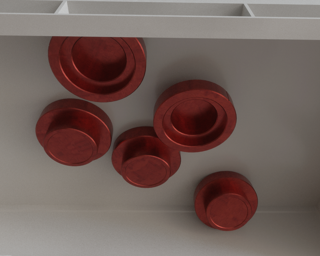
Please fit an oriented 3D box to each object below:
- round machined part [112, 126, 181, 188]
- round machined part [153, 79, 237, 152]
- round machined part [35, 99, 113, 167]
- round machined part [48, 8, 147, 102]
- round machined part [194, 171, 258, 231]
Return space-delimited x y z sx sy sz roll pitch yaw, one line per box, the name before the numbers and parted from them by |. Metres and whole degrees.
round machined part | -0.019 0.048 0.438 0.099 0.042 0.097 0 130 0
round machined part | 0.041 -0.019 0.382 0.099 0.042 0.097 0 130 0
round machined part | -0.114 0.013 0.408 0.099 0.042 0.097 0 130 0
round machined part | -0.063 -0.079 0.330 0.099 0.042 0.097 0 130 0
round machined part | 0.103 0.120 0.481 0.099 0.042 0.097 0 111 0
